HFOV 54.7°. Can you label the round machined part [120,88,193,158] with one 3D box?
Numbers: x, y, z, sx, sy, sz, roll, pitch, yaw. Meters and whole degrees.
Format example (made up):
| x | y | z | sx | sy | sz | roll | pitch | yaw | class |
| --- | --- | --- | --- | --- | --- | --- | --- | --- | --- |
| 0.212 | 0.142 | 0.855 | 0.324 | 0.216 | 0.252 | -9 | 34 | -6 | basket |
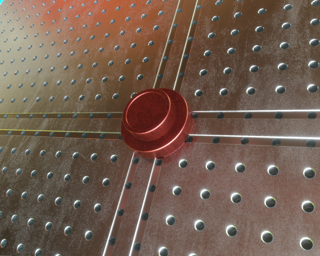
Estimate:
| x | y | z | sx | sy | sz | roll | pitch | yaw | class |
| --- | --- | --- | --- | --- | --- | --- | --- | --- | --- |
| -0.010 | -0.013 | 0.409 | 0.098 | 0.042 | 0.098 | -13 | 56 | 20 | round machined part |
